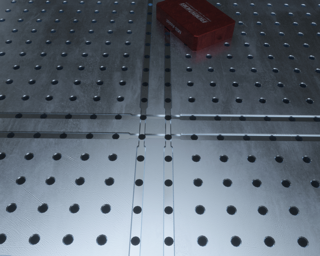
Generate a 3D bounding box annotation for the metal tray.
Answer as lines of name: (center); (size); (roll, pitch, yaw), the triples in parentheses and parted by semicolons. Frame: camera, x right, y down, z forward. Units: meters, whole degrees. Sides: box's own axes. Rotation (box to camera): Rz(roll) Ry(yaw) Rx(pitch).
metal tray: (0.063, -0.201, 0.574); (0.091, 0.030, 0.130); (-25, 55, -20)
